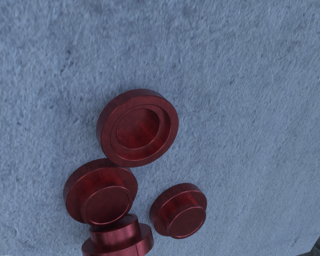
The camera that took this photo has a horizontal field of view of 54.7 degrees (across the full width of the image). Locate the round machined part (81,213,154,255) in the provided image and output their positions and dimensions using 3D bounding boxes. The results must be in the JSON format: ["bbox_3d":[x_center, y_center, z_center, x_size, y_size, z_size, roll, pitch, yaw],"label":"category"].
[{"bbox_3d":[-0.060,0.151,0.432,0.099,0.098,0.042,-13,92,-22],"label":"round machined part"}]

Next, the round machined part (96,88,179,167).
[{"bbox_3d":[-0.030,-0.003,0.379,0.099,0.042,0.097,-14,125,-21],"label":"round machined part"}]

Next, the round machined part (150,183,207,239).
[{"bbox_3d":[0.036,0.142,0.505,0.099,0.042,0.097,-14,125,-21],"label":"round machined part"}]

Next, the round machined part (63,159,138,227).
[{"bbox_3d":[-0.075,0.092,0.413,0.099,0.042,0.097,-14,124,-21],"label":"round machined part"}]
